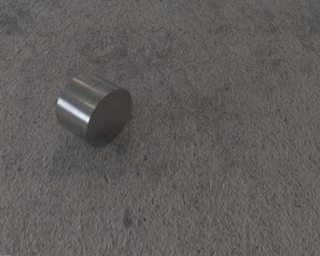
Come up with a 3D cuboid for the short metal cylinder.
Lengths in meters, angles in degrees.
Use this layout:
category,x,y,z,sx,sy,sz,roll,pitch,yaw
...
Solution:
category,x,y,z,sx,sy,sz,roll,pitch,yaw
short metal cylinder,-0.080,-0.023,0.386,0.050,0.080,0.080,29,56,22
